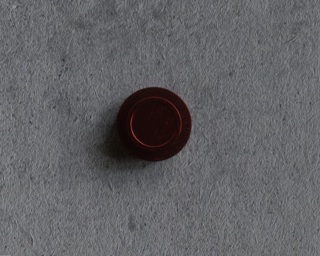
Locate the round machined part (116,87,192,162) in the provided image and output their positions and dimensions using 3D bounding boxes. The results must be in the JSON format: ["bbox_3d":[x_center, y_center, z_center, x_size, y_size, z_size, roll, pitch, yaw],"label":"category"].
[{"bbox_3d":[-0.008,-0.005,0.402,0.099,0.042,0.097,0,90,-1],"label":"round machined part"}]
